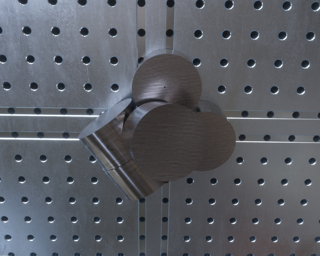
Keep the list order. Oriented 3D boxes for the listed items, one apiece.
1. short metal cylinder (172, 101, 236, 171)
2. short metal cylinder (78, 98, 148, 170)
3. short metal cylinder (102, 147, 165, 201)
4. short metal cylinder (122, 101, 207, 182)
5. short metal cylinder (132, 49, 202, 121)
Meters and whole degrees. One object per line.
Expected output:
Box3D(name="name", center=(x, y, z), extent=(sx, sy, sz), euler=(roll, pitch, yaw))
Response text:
Box3D(name="short metal cylinder", center=(0.053, 0.009, 0.403), extent=(0.081, 0.050, 0.079), euler=(0, 110, -1))
Box3D(name="short metal cylinder", center=(-0.053, 0.007, 0.386), extent=(0.080, 0.080, 0.050), euler=(-32, 107, 11))
Box3D(name="short metal cylinder", center=(-0.027, 0.047, 0.401), extent=(0.080, 0.080, 0.050), euler=(-32, 107, 11))
Box3D(name="short metal cylinder", center=(0.003, 0.012, 0.336), extent=(0.081, 0.050, 0.079), euler=(-3, 98, -18))
Box3D(name="short metal cylinder", center=(0.008, -0.054, 0.379), extent=(0.081, 0.050, 0.079), euler=(0, 110, -1))
